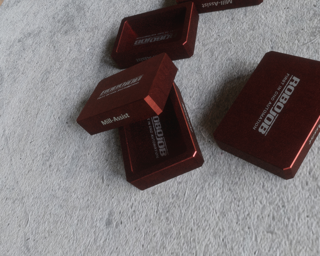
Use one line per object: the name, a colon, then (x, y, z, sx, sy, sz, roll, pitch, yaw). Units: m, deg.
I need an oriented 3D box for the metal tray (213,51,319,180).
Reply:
metal tray: (0.132, -0.019, 0.344, 0.090, 0.030, 0.130, 26, 76, 37)

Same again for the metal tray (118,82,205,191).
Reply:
metal tray: (-0.006, 0.004, 0.400, 0.090, 0.030, 0.130, -24, 53, 13)

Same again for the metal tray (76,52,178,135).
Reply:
metal tray: (-0.045, -0.044, 0.420, 0.130, 0.030, 0.090, -15, 40, 36)

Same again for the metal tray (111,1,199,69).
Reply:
metal tray: (-0.008, -0.146, 0.494, 0.130, 0.030, 0.090, -4, 60, 26)

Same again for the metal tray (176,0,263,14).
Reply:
metal tray: (0.098, -0.229, 0.489, 0.130, 0.030, 0.090, 3, 63, 29)
